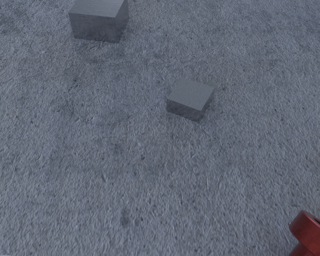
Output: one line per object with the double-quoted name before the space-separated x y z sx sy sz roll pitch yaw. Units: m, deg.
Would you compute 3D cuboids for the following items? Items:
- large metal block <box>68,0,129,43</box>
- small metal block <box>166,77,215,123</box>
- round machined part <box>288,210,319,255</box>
"large metal block" -0.106 -0.200 0.554 0.080 0.050 0.080 8 50 6
"small metal block" 0.043 -0.040 0.438 0.050 0.025 0.050 22 53 17
"round machined part" 0.155 0.120 0.270 0.098 0.098 0.042 38 98 27
